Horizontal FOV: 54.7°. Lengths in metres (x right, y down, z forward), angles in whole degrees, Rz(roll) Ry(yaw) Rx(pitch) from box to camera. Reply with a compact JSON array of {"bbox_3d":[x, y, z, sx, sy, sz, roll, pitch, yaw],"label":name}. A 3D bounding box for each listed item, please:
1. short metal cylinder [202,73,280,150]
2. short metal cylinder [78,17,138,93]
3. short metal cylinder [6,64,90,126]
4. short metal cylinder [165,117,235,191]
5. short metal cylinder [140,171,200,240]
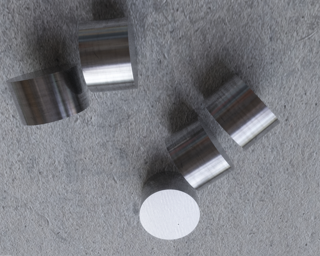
[{"bbox_3d":[0.097,-0.020,0.374,0.050,0.080,0.080,-42,105,14],"label":"short metal cylinder"},{"bbox_3d":[-0.055,-0.082,0.350,0.050,0.080,0.079,-5,110,2],"label":"short metal cylinder"},{"bbox_3d":[-0.129,-0.041,0.364,0.080,0.080,0.050,-11,110,4],"label":"short metal cylinder"},{"bbox_3d":[0.050,0.032,0.393,0.050,0.080,0.080,-35,107,12],"label":"short metal cylinder"},{"bbox_3d":[0.013,0.108,0.436,0.081,0.050,0.079,0,110,0],"label":"short metal cylinder"}]
